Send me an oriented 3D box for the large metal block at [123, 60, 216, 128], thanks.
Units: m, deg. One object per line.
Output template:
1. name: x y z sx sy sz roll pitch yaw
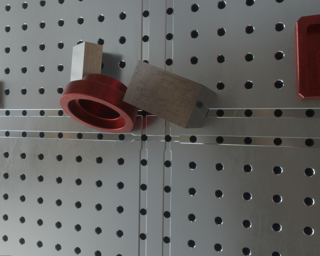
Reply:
1. large metal block: 0.015 -0.038 0.377 0.080 0.080 0.050 25 98 18

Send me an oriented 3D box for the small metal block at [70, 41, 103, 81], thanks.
1. small metal block: -0.104 -0.090 0.435 0.050 0.025 0.050 7 93 56

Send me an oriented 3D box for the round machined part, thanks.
1. round machined part: -0.076 -0.034 0.407 0.098 0.098 0.042 6 63 19

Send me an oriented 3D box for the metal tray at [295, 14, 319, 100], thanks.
1. metal tray: 0.218 -0.079 0.333 0.130 0.030 0.089 -2 90 19
